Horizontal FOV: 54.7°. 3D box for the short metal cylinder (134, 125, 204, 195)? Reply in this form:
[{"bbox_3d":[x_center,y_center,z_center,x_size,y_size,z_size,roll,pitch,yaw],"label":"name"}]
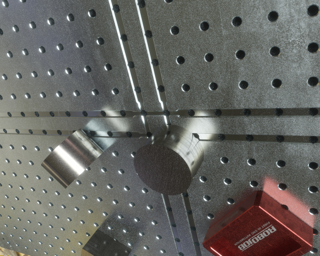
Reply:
[{"bbox_3d":[0.013,0.043,0.415,0.080,0.050,0.079,13,124,21],"label":"short metal cylinder"}]

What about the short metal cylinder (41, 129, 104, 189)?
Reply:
[{"bbox_3d":[-0.132,0.046,0.474,0.050,0.080,0.080,46,129,-4],"label":"short metal cylinder"}]

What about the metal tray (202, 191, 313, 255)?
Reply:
[{"bbox_3d":[0.132,0.155,0.434,0.090,0.030,0.129,37,129,3],"label":"metal tray"}]

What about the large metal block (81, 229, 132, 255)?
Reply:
[{"bbox_3d":[-0.110,0.261,0.615,0.080,0.050,0.079,27,128,11],"label":"large metal block"}]
